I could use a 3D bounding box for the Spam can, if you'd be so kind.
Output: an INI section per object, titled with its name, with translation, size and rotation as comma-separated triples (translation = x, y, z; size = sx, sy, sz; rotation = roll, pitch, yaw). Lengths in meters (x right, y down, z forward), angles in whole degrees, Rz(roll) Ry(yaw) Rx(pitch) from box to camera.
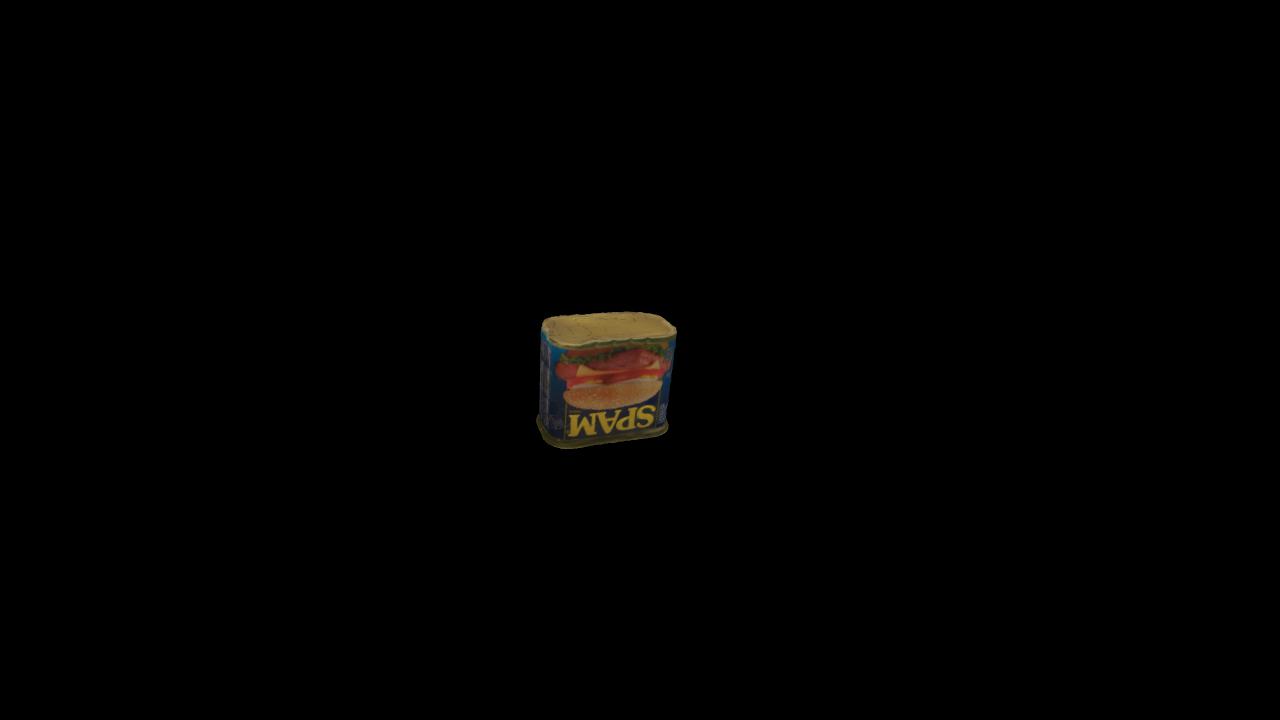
[Spam can]
translation = -0.025, 0.012, 0.464
size = 0.101, 0.085, 0.058
rotation = -5, 27, -23
